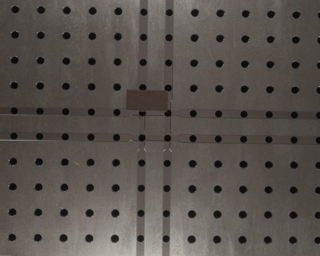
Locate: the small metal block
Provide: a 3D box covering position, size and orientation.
[{"bbox_3d":[-0.016,-0.034,0.401,0.050,0.050,0.025,1,90,-1],"label":"small metal block"}]
